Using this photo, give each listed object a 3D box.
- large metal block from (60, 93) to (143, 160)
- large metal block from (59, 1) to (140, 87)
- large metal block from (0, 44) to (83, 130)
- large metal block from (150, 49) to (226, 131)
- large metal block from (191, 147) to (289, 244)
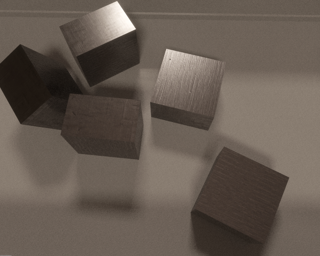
[{"bbox_3d":[-0.065,0.001,0.379,0.080,0.080,0.050,6,70,1],"label":"large metal block"},{"bbox_3d":[-0.077,-0.110,0.420,0.080,0.080,0.050,-28,73,-10],"label":"large metal block"},{"bbox_3d":[-0.145,-0.047,0.389,0.050,0.080,0.080,-39,73,12],"label":"large metal block"},{"bbox_3d":[0.037,-0.050,0.415,0.080,0.050,0.080,14,71,4],"label":"large metal block"},{"bbox_3d":[0.093,0.081,0.368,0.080,0.050,0.080,26,72,9],"label":"large metal block"}]
